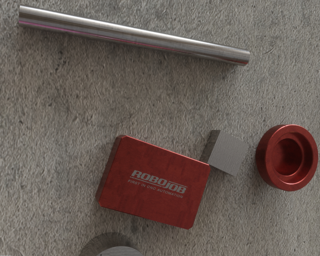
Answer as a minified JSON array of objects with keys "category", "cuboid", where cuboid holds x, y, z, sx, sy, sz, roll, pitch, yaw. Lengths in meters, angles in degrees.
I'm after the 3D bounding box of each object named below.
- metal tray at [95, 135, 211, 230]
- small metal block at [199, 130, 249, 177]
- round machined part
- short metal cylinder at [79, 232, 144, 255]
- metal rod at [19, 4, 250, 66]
[{"category":"metal tray","cuboid":[-0.007,0.071,0.404,0.131,0.030,0.090,21,83,-19]},{"category":"small metal block","cuboid":[0.091,0.036,0.443,0.050,0.025,0.050,26,81,-18]},{"category":"round machined part","cuboid":[0.186,0.043,0.469,0.099,0.042,0.097,0,90,-20]},{"category":"short metal cylinder","cuboid":[-0.057,0.174,0.375,0.081,0.050,0.080,0,90,-20]},{"category":"metal rod","cuboid":[-0.017,-0.115,0.402,0.302,0.025,0.025,5,89,-20]}]
